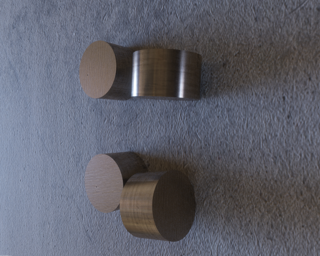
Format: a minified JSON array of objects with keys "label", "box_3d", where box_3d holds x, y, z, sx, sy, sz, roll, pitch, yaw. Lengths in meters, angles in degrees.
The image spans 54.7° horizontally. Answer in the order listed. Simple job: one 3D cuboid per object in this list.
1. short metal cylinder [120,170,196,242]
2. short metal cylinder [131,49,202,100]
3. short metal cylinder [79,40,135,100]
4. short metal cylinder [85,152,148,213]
[{"label":"short metal cylinder","box_3d":[-0.001,0.091,0.370,0.050,0.081,0.080,-11,83,39]},{"label":"short metal cylinder","box_3d":[0.007,-0.059,0.363,0.080,0.081,0.050,5,93,40]},{"label":"short metal cylinder","box_3d":[-0.072,-0.081,0.448,0.080,0.050,0.080,0,90,40]},{"label":"short metal cylinder","box_3d":[-0.062,0.075,0.440,0.080,0.050,0.080,0,90,40]}]
